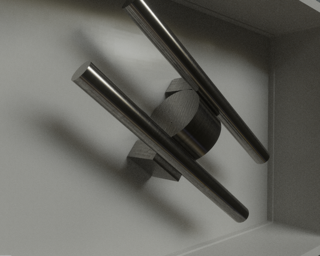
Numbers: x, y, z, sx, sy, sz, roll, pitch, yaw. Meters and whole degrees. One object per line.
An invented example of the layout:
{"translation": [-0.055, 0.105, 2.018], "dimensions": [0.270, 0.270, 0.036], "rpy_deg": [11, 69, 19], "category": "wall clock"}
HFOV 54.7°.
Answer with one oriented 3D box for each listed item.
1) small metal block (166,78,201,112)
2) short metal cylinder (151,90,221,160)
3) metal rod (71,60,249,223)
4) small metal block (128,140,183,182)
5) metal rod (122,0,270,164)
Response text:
{"translation": [0.045, -0.045, 0.428], "dimensions": [0.050, 0.050, 0.025], "rpy_deg": [44, 63, -32], "category": "small metal block"}
{"translation": [0.030, -0.003, 0.396], "dimensions": [0.050, 0.080, 0.080], "rpy_deg": [44, 63, -32], "category": "short metal cylinder"}
{"translation": [0.021, 0.035, 0.361], "dimensions": [0.300, 0.025, 0.025], "rpy_deg": [43, 64, -31], "category": "metal rod"}
{"translation": [-0.003, 0.041, 0.387], "dimensions": [0.050, 0.050, 0.025], "rpy_deg": [44, 63, -32], "category": "small metal block"}
{"translation": [0.063, -0.043, 0.395], "dimensions": [0.300, 0.025, 0.025], "rpy_deg": [43, 64, -32], "category": "metal rod"}
